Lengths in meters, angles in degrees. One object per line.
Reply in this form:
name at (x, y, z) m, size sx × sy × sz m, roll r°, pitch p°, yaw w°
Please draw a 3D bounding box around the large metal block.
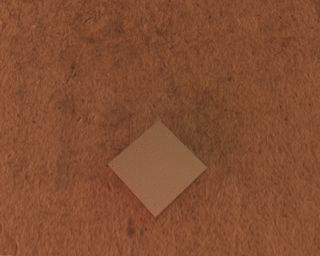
large metal block at (-0.003, 0.052, 0.376) m, size 0.080 × 0.050 × 0.080 m, roll -41°, pitch 75°, yaw -14°
